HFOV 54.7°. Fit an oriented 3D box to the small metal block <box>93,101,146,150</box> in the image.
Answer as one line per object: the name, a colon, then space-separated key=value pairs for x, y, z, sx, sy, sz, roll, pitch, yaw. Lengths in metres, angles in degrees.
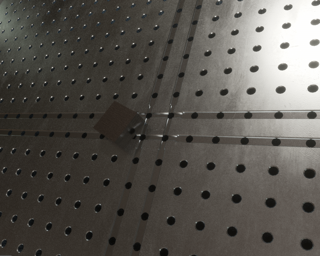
small metal block: x=-0.058 y=-0.005 z=0.440 sx=0.050 sy=0.025 sz=0.050 roll=29 pitch=77 yaw=37
